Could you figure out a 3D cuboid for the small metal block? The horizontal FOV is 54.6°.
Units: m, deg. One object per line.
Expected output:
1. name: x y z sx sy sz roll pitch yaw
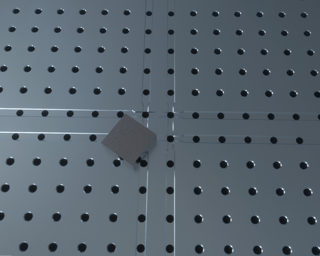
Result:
1. small metal block: -0.040 0.018 0.405 0.050 0.025 0.050 34 73 11
